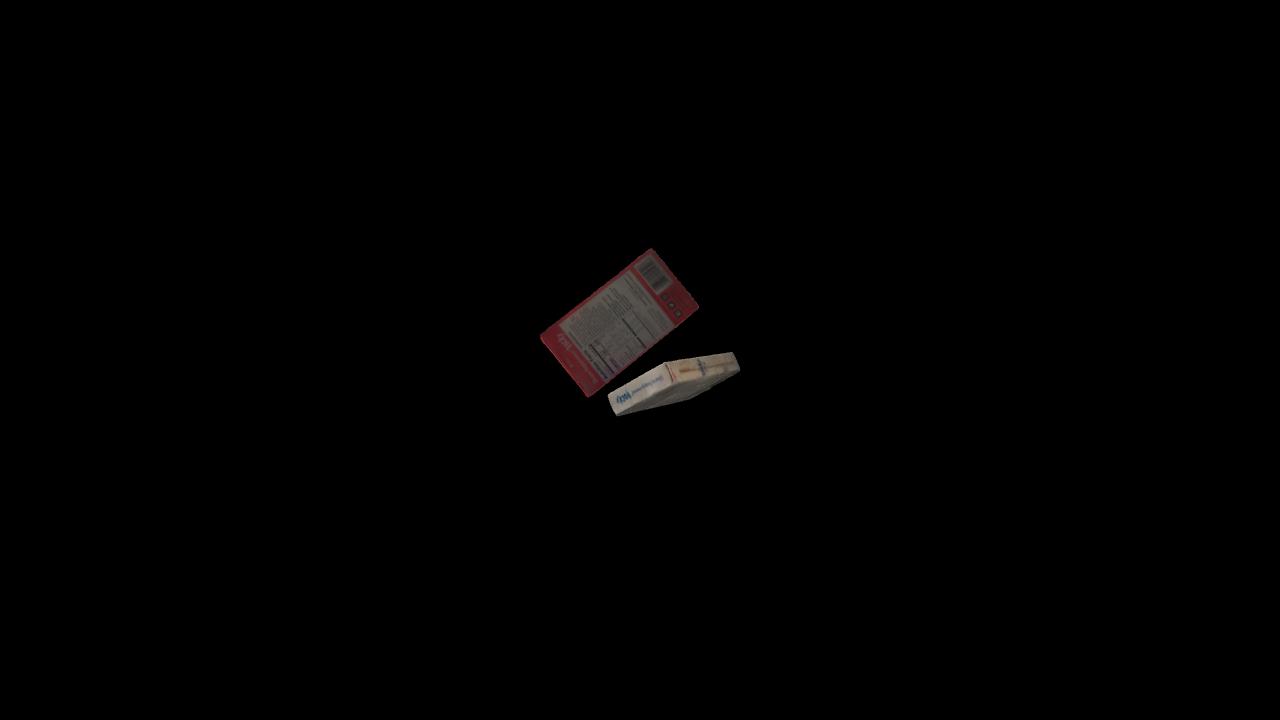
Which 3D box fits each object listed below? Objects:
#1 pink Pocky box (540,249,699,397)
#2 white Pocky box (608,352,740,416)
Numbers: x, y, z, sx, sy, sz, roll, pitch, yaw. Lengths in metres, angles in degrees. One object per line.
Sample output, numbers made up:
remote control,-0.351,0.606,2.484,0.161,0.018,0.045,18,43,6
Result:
pink Pocky box,-0.021,-0.040,0.659,0.155,0.084,0.029,-39,1,-10
white Pocky box,0.042,0.025,0.677,0.084,0.028,0.154,-31,-14,32
